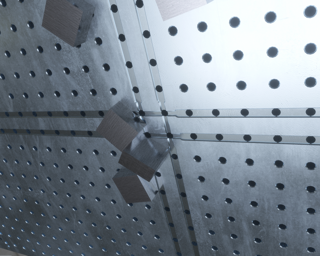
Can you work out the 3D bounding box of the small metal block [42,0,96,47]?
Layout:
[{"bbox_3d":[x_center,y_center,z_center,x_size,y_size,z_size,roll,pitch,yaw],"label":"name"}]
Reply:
[{"bbox_3d":[-0.114,-0.138,0.384,0.050,0.025,0.050,34,129,5],"label":"small metal block"}]

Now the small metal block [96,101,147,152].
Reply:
[{"bbox_3d":[-0.055,-0.001,0.438,0.050,0.025,0.050,40,129,0],"label":"small metal block"}]

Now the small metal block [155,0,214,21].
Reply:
[{"bbox_3d":[0.020,-0.143,0.312,0.050,0.025,0.050,-11,113,32],"label":"small metal block"}]

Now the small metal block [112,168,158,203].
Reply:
[{"bbox_3d":[-0.038,0.089,0.485,0.050,0.025,0.050,-14,112,33],"label":"small metal block"}]

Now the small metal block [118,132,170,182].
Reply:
[{"bbox_3d":[-0.021,0.039,0.429,0.050,0.050,0.025,31,128,8],"label":"small metal block"}]
